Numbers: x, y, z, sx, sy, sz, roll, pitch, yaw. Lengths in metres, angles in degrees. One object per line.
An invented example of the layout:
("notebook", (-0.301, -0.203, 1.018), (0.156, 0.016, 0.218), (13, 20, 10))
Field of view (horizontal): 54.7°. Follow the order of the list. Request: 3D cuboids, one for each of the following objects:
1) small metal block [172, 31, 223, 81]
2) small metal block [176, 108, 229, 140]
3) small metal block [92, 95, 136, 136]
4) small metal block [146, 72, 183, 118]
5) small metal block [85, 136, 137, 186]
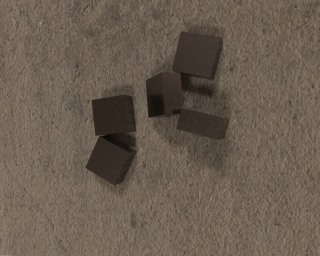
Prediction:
("small metal block", (0.048, -0.091, 0.392), (0.050, 0.025, 0.050), (15, 95, 19))
("small metal block", (0.053, -0.005, 0.376), (0.050, 0.050, 0.025), (15, 95, 19))
("small metal block", (-0.064, -0.017, 0.430), (0.050, 0.025, 0.050), (-7, 88, 19))
("small metal block", (0.005, -0.040, 0.392), (0.025, 0.050, 0.050), (-4, 89, -25))
("small metal block", (-0.068, 0.044, 0.432), (0.050, 0.025, 0.050), (27, 99, 17))
